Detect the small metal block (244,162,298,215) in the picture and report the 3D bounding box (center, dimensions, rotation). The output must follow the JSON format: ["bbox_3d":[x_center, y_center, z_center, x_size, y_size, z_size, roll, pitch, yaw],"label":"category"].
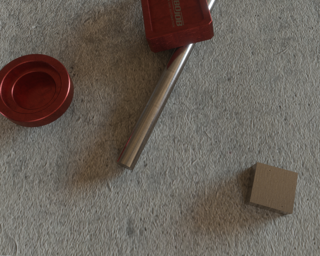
[{"bbox_3d":[0.137,0.075,0.382,0.050,0.025,0.050,15,71,5],"label":"small metal block"}]

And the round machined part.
[{"bbox_3d":[-0.165,-0.046,0.415,0.099,0.042,0.098,0,70,0],"label":"round machined part"}]

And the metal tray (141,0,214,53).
[{"bbox_3d":[0.021,-0.178,0.451,0.090,0.030,0.130,-12,62,8],"label":"metal tray"}]

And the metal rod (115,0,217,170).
[{"bbox_3d":[0.017,-0.080,0.437,0.025,0.025,0.300,23,71,8],"label":"metal rod"}]
